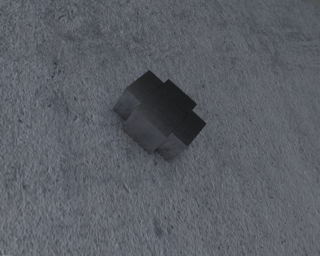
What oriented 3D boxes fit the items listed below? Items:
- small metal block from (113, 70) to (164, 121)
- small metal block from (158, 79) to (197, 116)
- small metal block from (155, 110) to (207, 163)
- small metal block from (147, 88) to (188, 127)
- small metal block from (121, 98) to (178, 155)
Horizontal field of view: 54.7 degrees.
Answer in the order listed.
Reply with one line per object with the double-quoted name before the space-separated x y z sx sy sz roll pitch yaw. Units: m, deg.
"small metal block" -0.028 -0.041 0.399 0.025 0.050 0.050 43 51 1
"small metal block" 0.013 -0.029 0.415 0.050 0.050 0.025 42 51 0
"small metal block" 0.026 0.011 0.397 0.025 0.050 0.050 43 51 1
"small metal block" -0.001 -0.015 0.399 0.050 0.050 0.025 43 51 0
"small metal block" -0.014 -0.001 0.383 0.050 0.050 0.025 43 51 0
